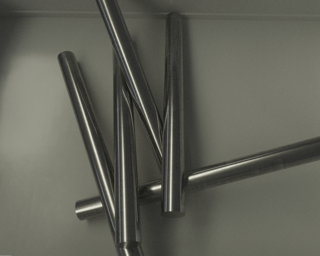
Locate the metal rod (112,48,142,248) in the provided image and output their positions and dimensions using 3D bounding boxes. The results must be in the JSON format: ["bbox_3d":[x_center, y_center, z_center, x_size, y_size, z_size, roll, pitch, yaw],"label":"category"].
[{"bbox_3d":[-0.044,-0.013,0.376,0.025,0.025,0.299,-5,56,-2],"label":"metal rod"}]

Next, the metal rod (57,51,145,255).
[{"bbox_3d":[-0.080,0.019,0.376,0.025,0.025,0.299,-21,62,-7],"label":"metal rod"}]

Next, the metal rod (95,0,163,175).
[{"bbox_3d":[-0.030,-0.062,0.383,0.025,0.025,0.299,-21,90,-7],"label":"metal rod"}]

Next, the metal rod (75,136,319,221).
[{"bbox_3d":[0.047,0.058,0.353,0.301,0.025,0.025,-16,71,8],"label":"metal rod"}]

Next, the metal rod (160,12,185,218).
[{"bbox_3d":[0.017,-0.039,0.392,0.025,0.025,0.300,2,58,0],"label":"metal rod"}]
